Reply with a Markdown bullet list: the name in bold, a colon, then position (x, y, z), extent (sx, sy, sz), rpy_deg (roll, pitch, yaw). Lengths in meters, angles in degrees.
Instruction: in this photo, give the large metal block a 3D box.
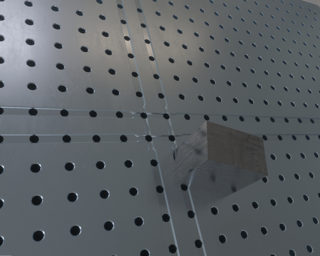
- **large metal block**: position (0.072, 0.042, 0.386), extent (0.080, 0.080, 0.050), rpy_deg (16, 55, -19)
